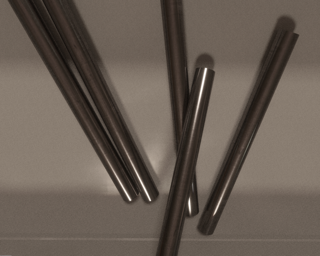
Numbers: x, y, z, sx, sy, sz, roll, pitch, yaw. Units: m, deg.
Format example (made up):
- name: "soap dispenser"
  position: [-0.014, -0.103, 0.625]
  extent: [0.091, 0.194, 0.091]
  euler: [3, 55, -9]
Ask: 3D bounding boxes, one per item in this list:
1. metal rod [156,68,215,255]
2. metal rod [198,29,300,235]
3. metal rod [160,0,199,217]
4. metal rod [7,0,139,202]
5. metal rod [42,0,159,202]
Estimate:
- name: "metal rod"
  position: [0.025, 0.074, 0.375]
  extent: [0.025, 0.025, 0.298]
  euler: [13, 85, -5]
- name: "metal rod"
  position: [0.112, 0.019, 0.419]
  extent: [0.025, 0.025, 0.298]
  euler: [15, 109, -6]
- name: "metal rod"
  position: [0.029, -0.016, 0.405]
  extent: [0.025, 0.025, 0.298]
  euler: [-6, 110, 2]
- name: "metal rod"
  position: [-0.103, -0.030, 0.398]
  extent: [0.025, 0.025, 0.299]
  euler: [-23, 109, 8]
- name: "metal rod"
  position: [-0.070, -0.031, 0.398]
  extent: [0.025, 0.025, 0.299]
  euler: [-21, 109, 7]
